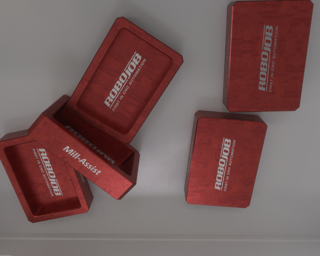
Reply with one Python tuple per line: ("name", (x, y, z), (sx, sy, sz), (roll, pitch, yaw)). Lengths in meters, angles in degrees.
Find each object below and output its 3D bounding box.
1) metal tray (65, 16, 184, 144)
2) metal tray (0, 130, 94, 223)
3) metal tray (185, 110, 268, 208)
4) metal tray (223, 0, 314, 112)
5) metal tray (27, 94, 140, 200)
("metal tray", (-0.044, -0.056, 0.381), (0.090, 0.030, 0.129), (31, 102, -12))
("metal tray", (-0.156, 0.064, 0.430), (0.090, 0.030, 0.129), (-12, 110, 4))
("metal tray", (0.086, 0.045, 0.426), (0.091, 0.030, 0.129), (5, 110, -2))
("metal tray", (0.127, -0.086, 0.378), (0.091, 0.030, 0.129), (-1, 110, 0))
("metal tray", (-0.085, 0.020, 0.383), (0.130, 0.090, 0.030), (40, 105, -14))
